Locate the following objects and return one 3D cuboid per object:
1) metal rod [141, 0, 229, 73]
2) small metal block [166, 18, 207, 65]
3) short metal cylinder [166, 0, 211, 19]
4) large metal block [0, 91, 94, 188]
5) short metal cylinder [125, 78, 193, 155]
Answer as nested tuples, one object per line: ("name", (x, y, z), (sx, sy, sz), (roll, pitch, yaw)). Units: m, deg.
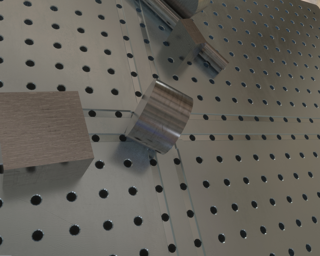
("metal rod", (0.001, -0.207, 0.534), (0.300, 0.025, 0.025), (44, 51, 2))
("small metal block", (0.041, -0.139, 0.499), (0.025, 0.050, 0.050), (-19, 72, -35))
("short metal cylinder", (0.044, -0.234, 0.539), (0.080, 0.080, 0.050), (44, 51, 2))
("large metal block", (-0.122, 0.010, 0.320), (0.081, 0.050, 0.080), (-5, 64, -31))
("short metal cylinder", (-0.002, -0.014, 0.380), (0.050, 0.080, 0.080), (28, 52, -11))
